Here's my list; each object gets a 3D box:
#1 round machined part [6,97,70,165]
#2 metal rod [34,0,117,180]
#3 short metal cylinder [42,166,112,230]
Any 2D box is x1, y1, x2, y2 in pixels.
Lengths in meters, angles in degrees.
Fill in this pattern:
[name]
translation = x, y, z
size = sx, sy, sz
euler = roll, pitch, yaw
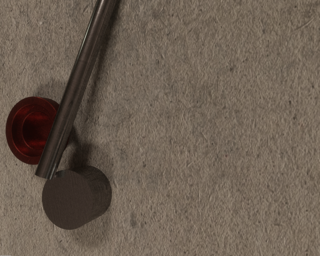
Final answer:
[round machined part]
translation = -0.175, 0.004, 0.460
size = 0.098, 0.042, 0.097
euler = 0, 90, 19
[metal rod]
translation = -0.105, -0.078, 0.418
size = 0.025, 0.025, 0.299
euler = 17, 86, 19
[short metal cylinder]
translation = -0.116, 0.095, 0.435
size = 0.080, 0.050, 0.079
euler = 0, 90, 19
